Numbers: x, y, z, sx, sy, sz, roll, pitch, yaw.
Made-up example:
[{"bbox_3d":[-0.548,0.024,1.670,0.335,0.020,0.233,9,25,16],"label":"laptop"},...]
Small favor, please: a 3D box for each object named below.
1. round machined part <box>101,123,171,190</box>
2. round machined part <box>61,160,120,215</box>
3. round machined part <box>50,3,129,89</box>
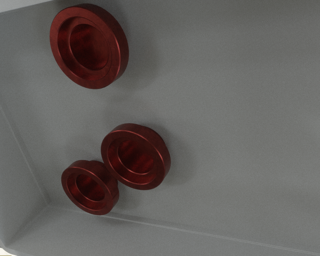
[{"bbox_3d":[-0.030,0.036,0.434,0.098,0.042,0.097,13,124,20],"label":"round machined part"},{"bbox_3d":[-0.109,0.093,0.510,0.098,0.042,0.097,13,124,20],"label":"round machined part"},{"bbox_3d":[-0.080,-0.100,0.377,0.098,0.042,0.097,13,124,20],"label":"round machined part"}]
